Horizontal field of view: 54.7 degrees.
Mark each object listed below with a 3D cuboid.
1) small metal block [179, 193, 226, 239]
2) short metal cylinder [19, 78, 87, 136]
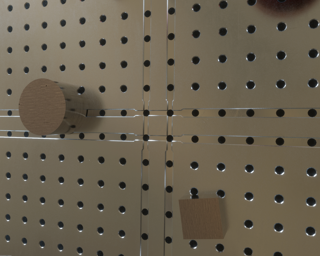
[{"bbox_3d":[0.054,0.112,0.393,0.050,0.025,0.050,-8,87,19],"label":"small metal block"},{"bbox_3d":[-0.157,-0.029,0.455,0.080,0.050,0.080,0,90,20],"label":"short metal cylinder"}]
